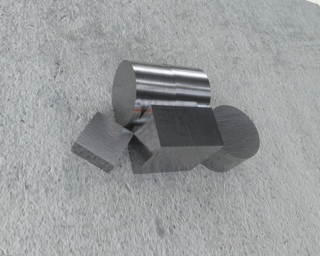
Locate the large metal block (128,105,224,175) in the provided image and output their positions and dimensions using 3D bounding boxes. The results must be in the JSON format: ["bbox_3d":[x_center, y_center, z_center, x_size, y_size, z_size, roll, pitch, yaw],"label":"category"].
[{"bbox_3d":[0.014,0.016,0.369,0.081,0.080,0.050,1,62,-28],"label":"large metal block"}]

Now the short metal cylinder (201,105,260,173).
[{"bbox_3d":[0.088,0.015,0.427,0.081,0.050,0.080,14,56,-21],"label":"short metal cylinder"}]

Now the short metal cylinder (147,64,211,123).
[{"bbox_3d":[0.022,-0.042,0.408,0.050,0.080,0.080,1,62,-28],"label":"short metal cylinder"}]

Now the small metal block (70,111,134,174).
[{"bbox_3d":[-0.066,0.017,0.360,0.050,0.025,0.050,33,51,-7],"label":"small metal block"}]

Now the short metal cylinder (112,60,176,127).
[{"bbox_3d":[-0.022,-0.041,0.384,0.050,0.080,0.080,1,62,-28],"label":"short metal cylinder"}]
